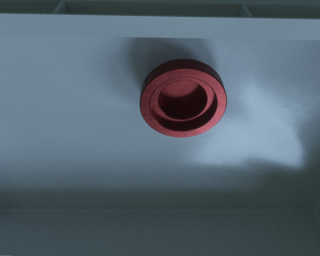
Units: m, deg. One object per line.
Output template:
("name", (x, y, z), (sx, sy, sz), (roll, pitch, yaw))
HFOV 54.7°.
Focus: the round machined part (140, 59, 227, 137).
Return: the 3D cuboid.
("round machined part", (0.026, -0.038, 0.366), (0.099, 0.042, 0.097), (-1, 130, 0))
